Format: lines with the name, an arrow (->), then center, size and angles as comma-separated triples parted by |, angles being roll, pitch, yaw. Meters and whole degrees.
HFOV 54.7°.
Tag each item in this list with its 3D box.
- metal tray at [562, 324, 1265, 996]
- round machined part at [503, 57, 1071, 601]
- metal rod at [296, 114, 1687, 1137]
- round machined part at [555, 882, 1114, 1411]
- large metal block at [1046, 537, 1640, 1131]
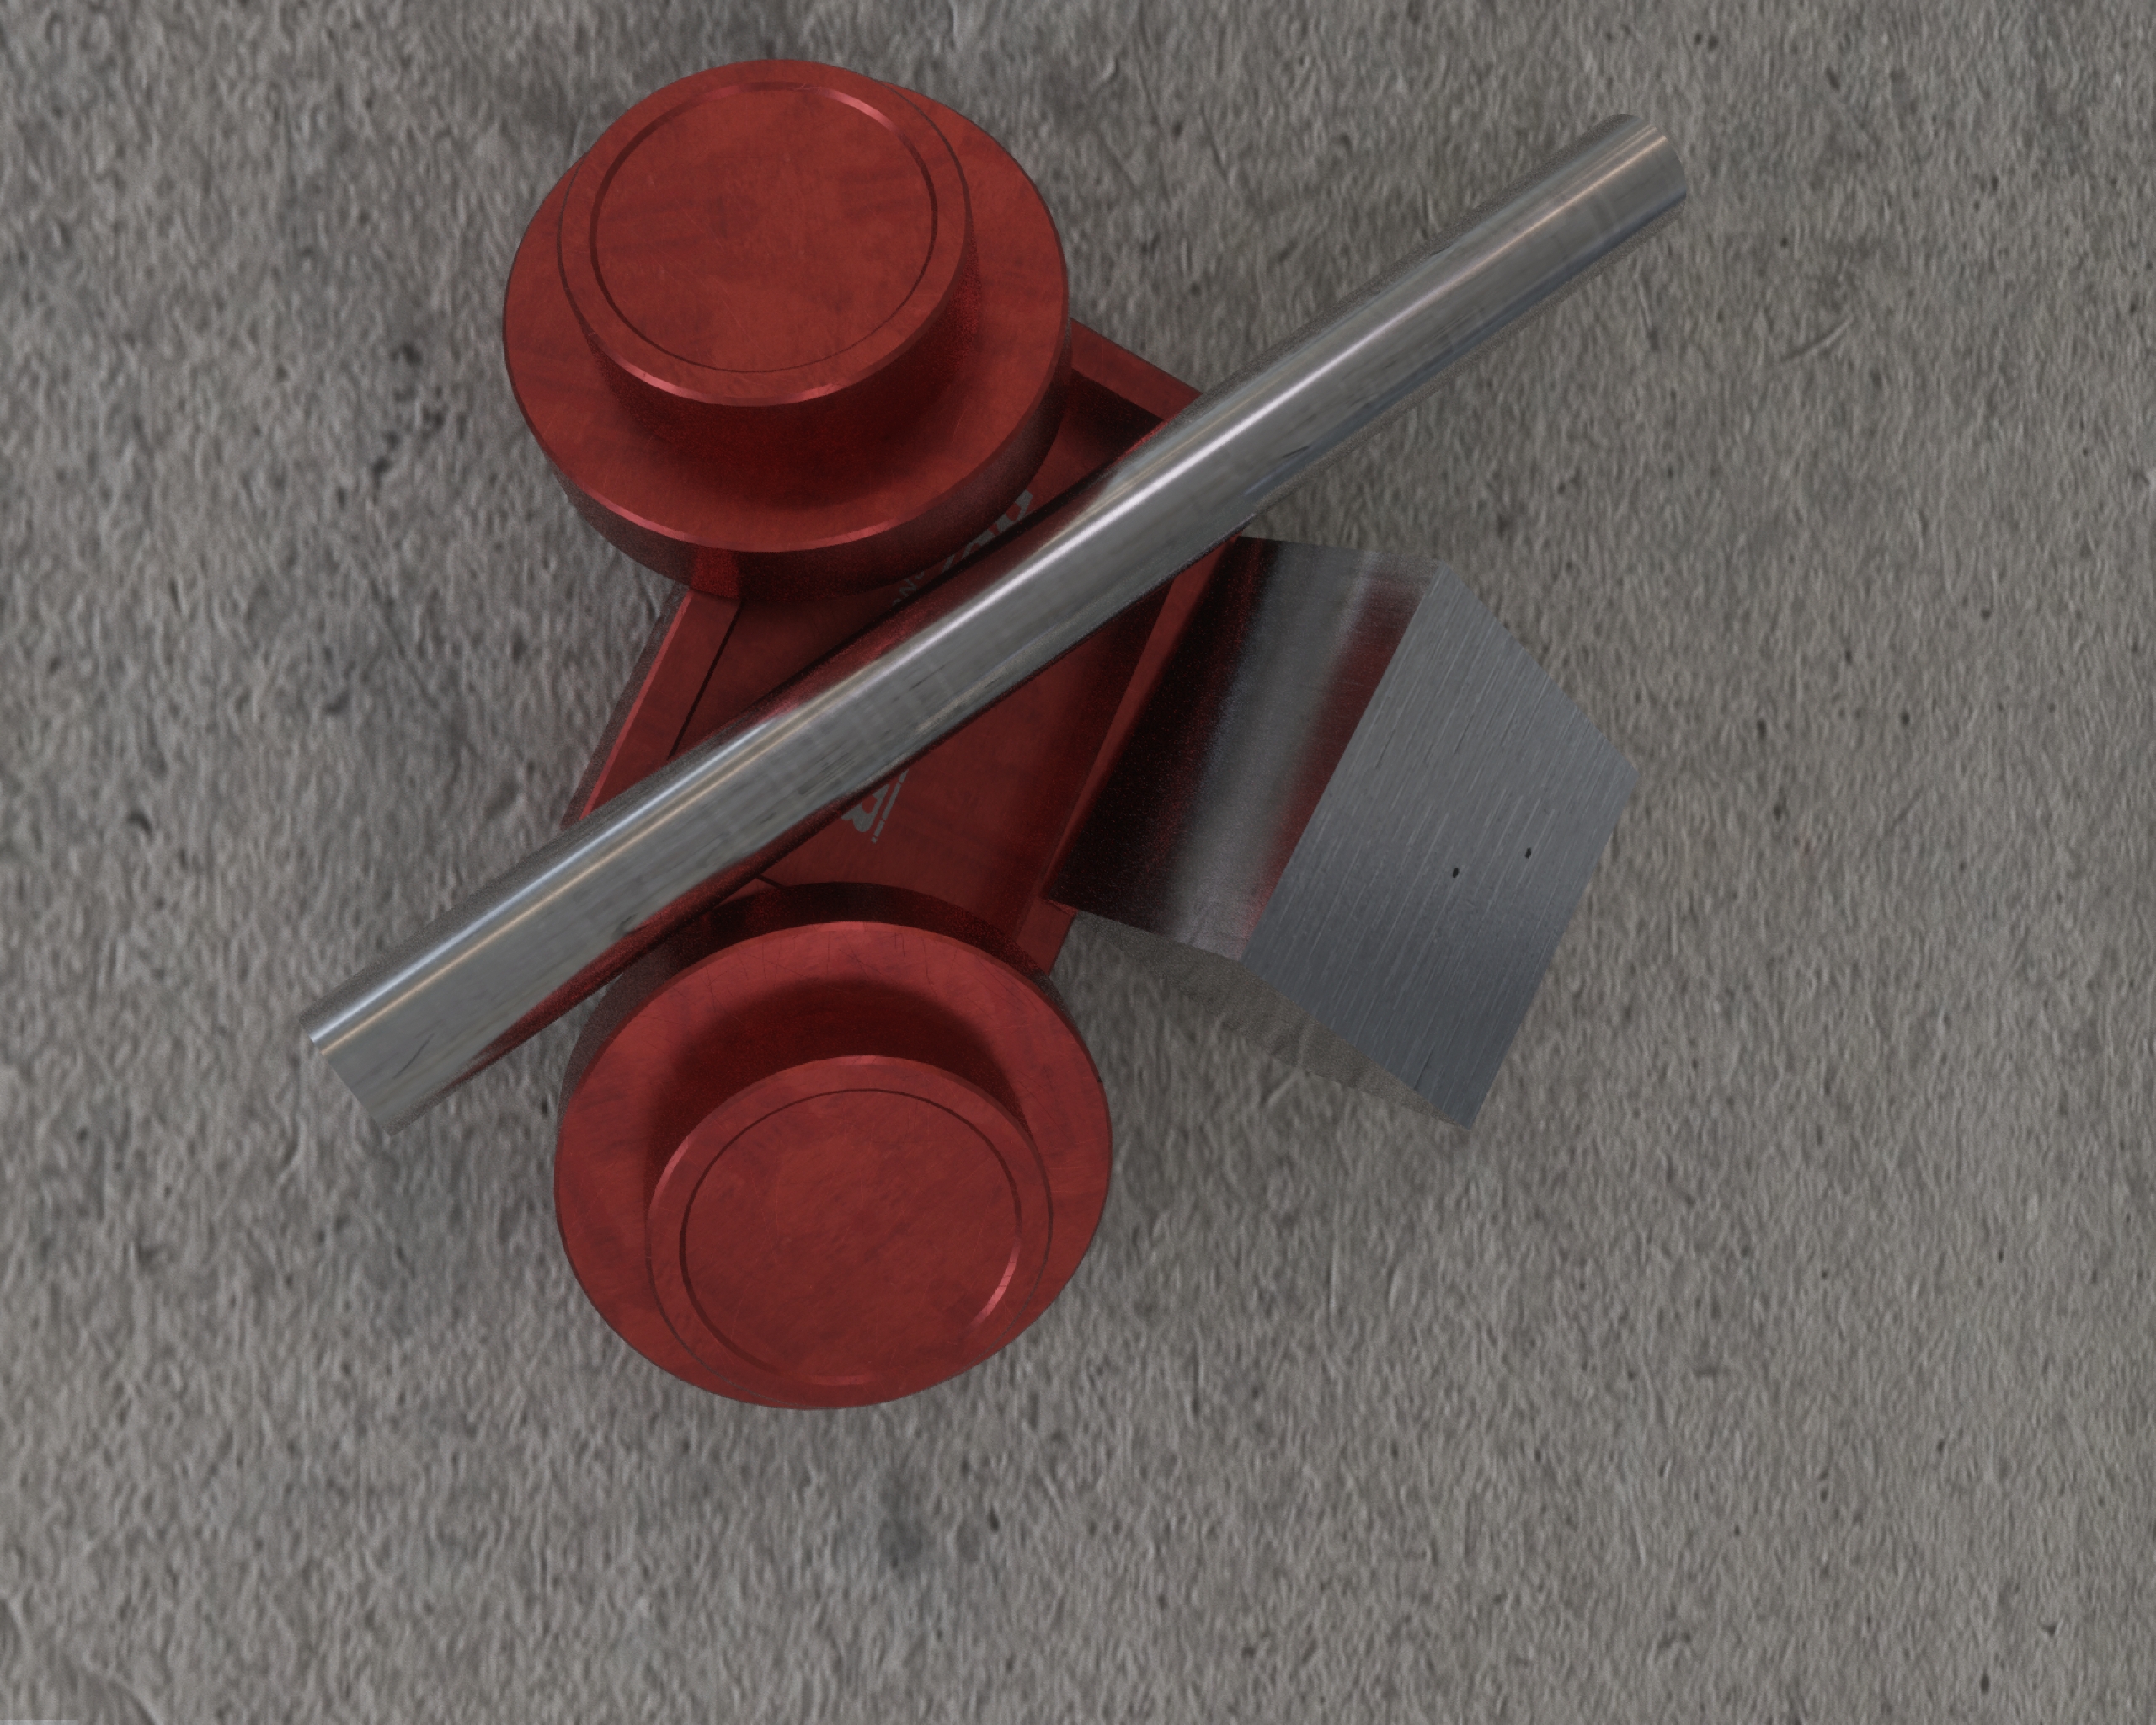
metal tray -> -0.029, -0.043, 0.397 | 0.090, 0.030, 0.130 | 26, 81, -18
round machined part -> -0.051, -0.098, 0.361 | 0.099, 0.042, 0.098 | 0, 71, 1
metal rod -> -0.002, -0.052, 0.378 | 0.301, 0.025, 0.025 | -37, 102, -16
round machined part -> -0.041, 0.056, 0.368 | 0.099, 0.042, 0.097 | -4, 111, -11
large metal block -> 0.053, -0.005, 0.402 | 0.080, 0.050, 0.080 | 36, 77, -41
